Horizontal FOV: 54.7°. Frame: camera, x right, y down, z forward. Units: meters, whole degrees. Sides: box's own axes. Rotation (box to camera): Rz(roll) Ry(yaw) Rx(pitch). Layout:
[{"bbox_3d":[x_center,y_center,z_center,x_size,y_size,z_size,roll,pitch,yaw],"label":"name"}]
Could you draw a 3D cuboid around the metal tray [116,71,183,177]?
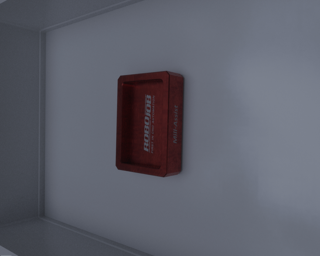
[{"bbox_3d":[-0.016,-0.006,0.411,0.090,0.030,0.129,2,91,39],"label":"metal tray"}]
